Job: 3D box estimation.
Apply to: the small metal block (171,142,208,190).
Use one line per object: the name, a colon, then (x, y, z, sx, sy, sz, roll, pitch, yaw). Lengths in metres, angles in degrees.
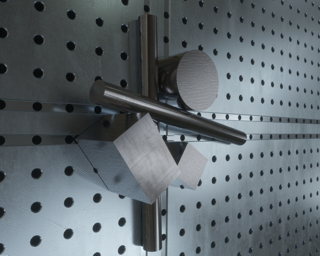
small metal block: (0.037, 0.054, 0.443, 0.050, 0.025, 0.050, 41, 65, -33)

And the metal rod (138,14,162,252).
metal rod: (-0.013, 0.007, 0.401, 0.025, 0.025, 0.298, -2, 92, -40)

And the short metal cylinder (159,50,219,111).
short metal cylinder: (0.035, -0.062, 0.424, 0.081, 0.050, 0.079, 0, 90, -40)

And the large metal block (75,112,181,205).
large metal block: (-0.036, 0.031, 0.343, 0.050, 0.080, 0.080, -42, 116, -32)

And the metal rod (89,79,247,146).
metal rod: (0.037, -0.009, 0.418, 0.302, 0.025, 0.025, 15, 80, -47)
